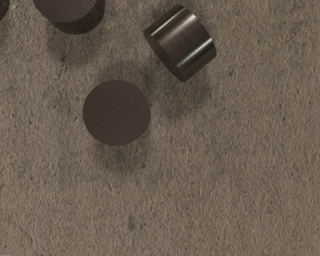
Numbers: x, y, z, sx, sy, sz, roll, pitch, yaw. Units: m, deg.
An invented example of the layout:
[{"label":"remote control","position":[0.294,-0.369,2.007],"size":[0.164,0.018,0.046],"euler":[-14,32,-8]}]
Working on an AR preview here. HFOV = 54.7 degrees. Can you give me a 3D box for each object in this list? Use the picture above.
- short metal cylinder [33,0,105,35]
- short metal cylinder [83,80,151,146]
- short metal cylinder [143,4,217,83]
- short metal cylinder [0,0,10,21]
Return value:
[{"label":"short metal cylinder","position":[-0.115,-0.166,0.396],"size":[0.081,0.050,0.079],"euler":[0,90,-1]},{"label":"short metal cylinder","position":[-0.053,-0.018,0.397],"size":[0.081,0.050,0.079],"euler":[0,90,-1]},{"label":"short metal cylinder","position":[0.024,-0.103,0.383],"size":[0.050,0.080,0.080],"euler":[-40,91,0]},{"label":"short metal cylinder","position":[-0.244,-0.174,0.394],"size":[0.081,0.050,0.079],"euler":[0,90,-1]}]
